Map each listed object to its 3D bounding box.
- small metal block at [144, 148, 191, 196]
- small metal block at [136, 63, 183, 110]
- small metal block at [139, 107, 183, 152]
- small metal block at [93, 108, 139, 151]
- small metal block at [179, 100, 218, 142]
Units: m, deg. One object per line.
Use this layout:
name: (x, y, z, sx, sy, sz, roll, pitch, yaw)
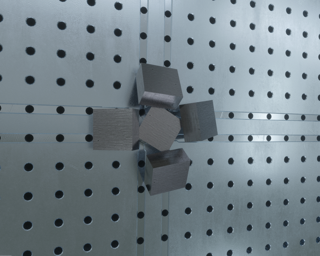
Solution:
small metal block: (0.009, 0.057, 0.404, 0.050, 0.025, 0.050, -10, 129, -20)
small metal block: (-0.002, -0.054, 0.400, 0.050, 0.025, 0.050, 7, 52, -20)
small metal block: (-0.004, 0.001, 0.412, 0.050, 0.025, 0.050, 33, 79, -18)
small metal block: (-0.054, 0.002, 0.381, 0.050, 0.025, 0.050, 0, 90, 14)
small metal block: (0.053, -0.010, 0.421, 0.050, 0.025, 0.050, -14, 96, -55)
